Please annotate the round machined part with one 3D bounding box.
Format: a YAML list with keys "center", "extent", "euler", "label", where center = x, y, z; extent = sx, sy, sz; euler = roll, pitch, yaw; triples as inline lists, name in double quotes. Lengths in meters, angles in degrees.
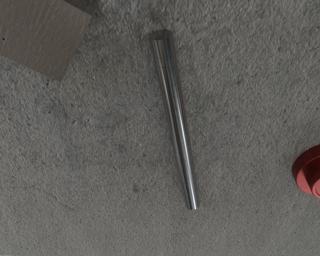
- center: [0.253, 0.070, 0.459]
  extent: [0.099, 0.042, 0.097]
  euler: [-1, 130, 0]
  label: "round machined part"

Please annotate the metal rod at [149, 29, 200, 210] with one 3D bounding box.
- center: [0.027, 0.014, 0.419]
  extent: [0.025, 0.025, 0.298]
  euler: [-8, 130, 6]
  label: "metal rod"

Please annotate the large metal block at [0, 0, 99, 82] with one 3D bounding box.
- center: [-0.115, -0.104, 0.300]
  extent: [0.080, 0.050, 0.080]
  euler: [24, 126, -20]
  label: "large metal block"
